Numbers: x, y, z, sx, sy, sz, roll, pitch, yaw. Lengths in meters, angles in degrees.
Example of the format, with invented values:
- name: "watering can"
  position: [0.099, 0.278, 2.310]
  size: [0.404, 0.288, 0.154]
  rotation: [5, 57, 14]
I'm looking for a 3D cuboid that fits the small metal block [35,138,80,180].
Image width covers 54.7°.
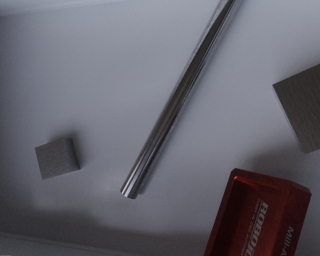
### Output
- name: "small metal block"
  position: [-0.153, 0.046, 0.463]
  size: [0.050, 0.025, 0.050]
  rotation: [-17, 84, 18]

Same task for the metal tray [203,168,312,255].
- name: "metal tray"
  position: [0.096, 0.114, 0.328]
  size: [0.030, 0.090, 0.130]
  rotation: [24, 81, -24]

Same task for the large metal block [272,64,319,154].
- name: "large metal block"
  position: [0.177, -0.025, 0.335]
  size: [0.080, 0.050, 0.080]
  rotation: [-25, 82, 18]

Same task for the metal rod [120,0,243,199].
- name: "metal rod"
  position: [0.026, -0.040, 0.400]
  size: [0.025, 0.025, 0.298]
  rotation: [31, 100, 17]
